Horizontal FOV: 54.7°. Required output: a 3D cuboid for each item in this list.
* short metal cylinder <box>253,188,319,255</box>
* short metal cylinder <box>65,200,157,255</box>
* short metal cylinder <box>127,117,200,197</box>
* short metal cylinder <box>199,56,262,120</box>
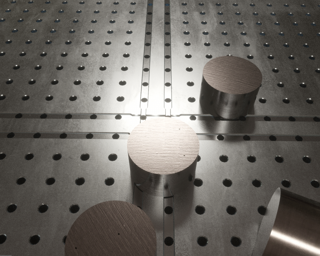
[{"bbox_3d":[0.123,0.102,0.288,0.050,0.080,0.080,20,53,15],"label":"short metal cylinder"},{"bbox_3d":[-0.043,0.117,0.293,0.081,0.050,0.080,0,50,0],"label":"short metal cylinder"},{"bbox_3d":[0.004,0.033,0.364,0.081,0.050,0.080,0,50,0],"label":"short metal cylinder"},{"bbox_3d":[0.099,-0.058,0.441,0.081,0.050,0.080,0,50,0],"label":"short metal cylinder"}]
